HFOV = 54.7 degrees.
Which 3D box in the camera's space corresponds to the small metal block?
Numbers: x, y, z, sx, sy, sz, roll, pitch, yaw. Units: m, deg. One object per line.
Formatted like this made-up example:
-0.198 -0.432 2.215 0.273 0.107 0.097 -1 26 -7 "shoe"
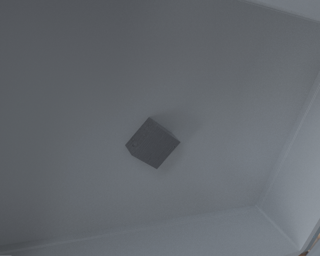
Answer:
-0.009 0.021 0.418 0.050 0.025 0.050 -50 129 7 "small metal block"
